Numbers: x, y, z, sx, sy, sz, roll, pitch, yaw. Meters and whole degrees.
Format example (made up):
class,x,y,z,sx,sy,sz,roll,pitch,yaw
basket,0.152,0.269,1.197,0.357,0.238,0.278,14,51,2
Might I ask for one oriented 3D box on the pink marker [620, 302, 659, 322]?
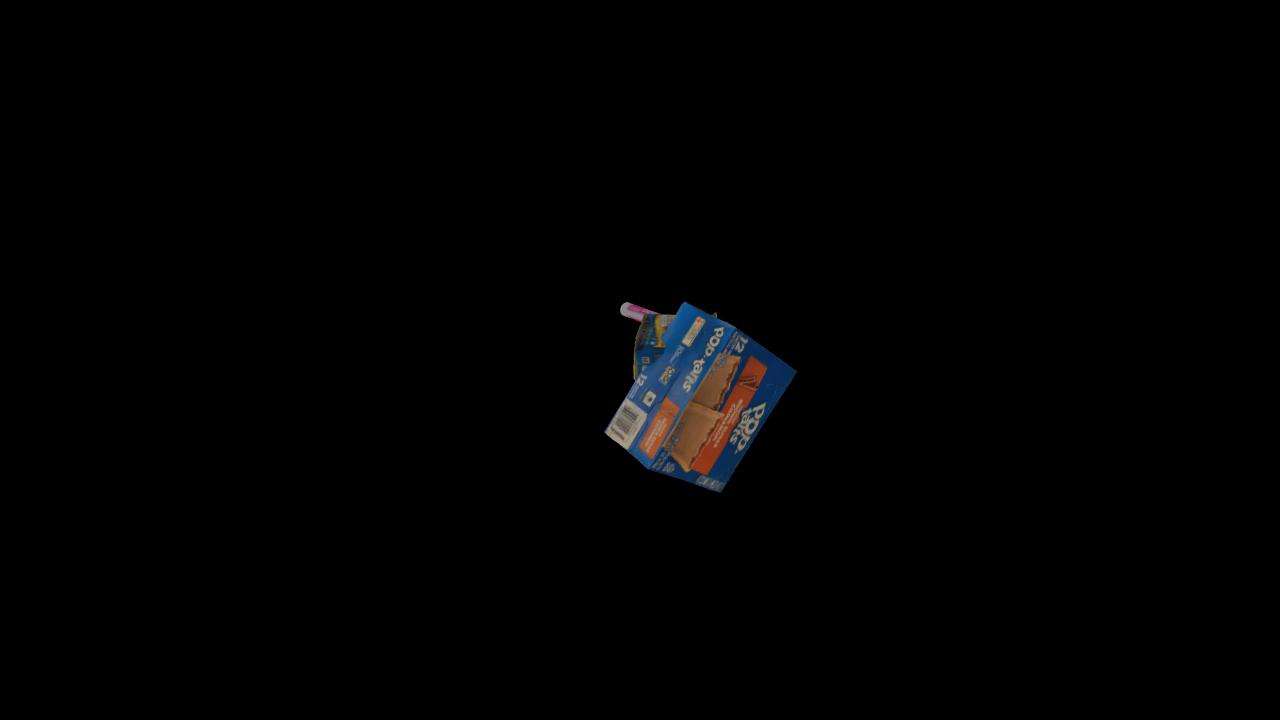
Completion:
class,x,y,z,sx,sy,sz,roll,pitch,yaw
pink marker,0.016,-0.051,0.757,0.020,0.020,0.121,0,15,-36

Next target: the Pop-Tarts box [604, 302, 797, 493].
class,x,y,z,sx,sy,sz,roll,pitch,yaw
Pop-Tarts box,0.069,0.045,0.674,0.141,0.167,0.083,28,5,-46

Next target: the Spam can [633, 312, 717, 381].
class,x,y,z,sx,sy,sz,roll,pitch,yaw
Spam can,0.041,-0.013,0.685,0.085,0.058,0.101,2,29,9
